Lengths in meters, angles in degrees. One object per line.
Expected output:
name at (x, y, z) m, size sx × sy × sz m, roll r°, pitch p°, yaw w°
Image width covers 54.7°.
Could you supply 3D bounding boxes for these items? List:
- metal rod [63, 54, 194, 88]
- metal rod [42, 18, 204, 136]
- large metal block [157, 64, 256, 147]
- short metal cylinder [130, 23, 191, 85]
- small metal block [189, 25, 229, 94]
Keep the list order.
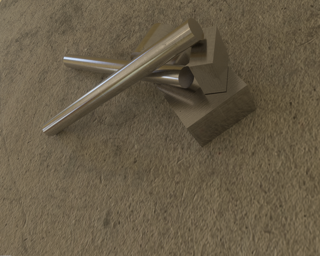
metal rod at (-0.068, -0.090, 0.458) m, size 0.300 × 0.025 × 0.025 m, roll 19°, pitch 71°, yaw 47°
metal rod at (-0.070, -0.049, 0.402) m, size 0.299 × 0.025 × 0.025 m, roll -25°, pitch 50°, yaw 38°
large metal block at (0.056, -0.038, 0.380) m, size 0.080 × 0.050 × 0.080 m, roll -36°, pitch 51°, yaw 5°
short metal cylinder at (0.007, -0.096, 0.426) m, size 0.080 × 0.080 × 0.050 m, roll 23°, pitch 74°, yaw 36°
small metal block at (0.055, -0.073, 0.336) m, size 0.025 × 0.050 × 0.050 m, roll -4°, pitch 60°, yaw 26°
